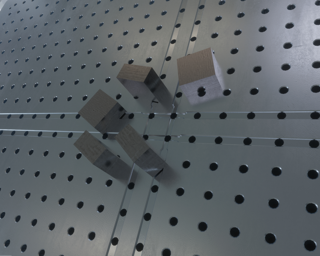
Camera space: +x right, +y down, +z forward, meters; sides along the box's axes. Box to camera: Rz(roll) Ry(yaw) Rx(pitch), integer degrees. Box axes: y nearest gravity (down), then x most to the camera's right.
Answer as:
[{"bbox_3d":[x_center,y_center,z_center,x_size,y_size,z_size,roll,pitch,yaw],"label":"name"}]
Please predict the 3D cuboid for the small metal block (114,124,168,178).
[{"bbox_3d":[-0.024,0.029,0.388,0.025,0.050,0.050,-43,51,-1],"label":"small metal block"}]

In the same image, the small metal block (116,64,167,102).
[{"bbox_3d":[-0.026,-0.065,0.447,0.050,0.050,0.025,15,70,34],"label":"small metal block"}]

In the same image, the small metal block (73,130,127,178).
[{"bbox_3d":[-0.080,0.035,0.414,0.050,0.050,0.025,35,82,38],"label":"small metal block"}]

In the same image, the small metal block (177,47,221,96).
[{"bbox_3d":[0.053,-0.078,0.429,0.050,0.025,0.050,-15,55,19],"label":"small metal block"}]

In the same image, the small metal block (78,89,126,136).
[{"bbox_3d":[-0.088,-0.025,0.471,0.050,0.025,0.050,-49,51,-6],"label":"small metal block"}]
